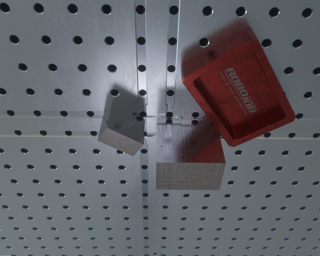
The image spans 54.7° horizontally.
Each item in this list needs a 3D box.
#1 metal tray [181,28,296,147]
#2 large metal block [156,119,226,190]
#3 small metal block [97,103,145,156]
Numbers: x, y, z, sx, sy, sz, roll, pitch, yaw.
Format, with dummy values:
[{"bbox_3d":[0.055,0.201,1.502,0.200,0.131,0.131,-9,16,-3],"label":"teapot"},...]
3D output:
[{"bbox_3d":[0.096,-0.041,0.374,0.090,0.030,0.130,-27,125,21],"label":"metal tray"},{"bbox_3d":[0.036,0.033,0.404,0.081,0.080,0.050,1,130,-1],"label":"large metal block"},{"bbox_3d":[-0.048,0.002,0.396,0.050,0.050,0.025,27,125,-21],"label":"small metal block"}]
